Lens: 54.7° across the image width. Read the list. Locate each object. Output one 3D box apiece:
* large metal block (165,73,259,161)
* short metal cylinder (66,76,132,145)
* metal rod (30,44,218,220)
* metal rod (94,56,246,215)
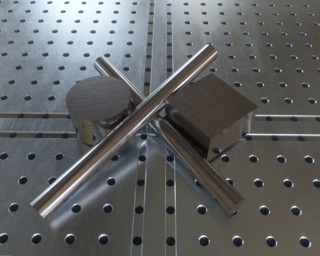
[{"bbox_3d":[0.063,-0.015,0.399,0.081,0.050,0.080,-31,57,-24],"label":"large metal block"},{"bbox_3d":[-0.077,-0.023,0.405,0.081,0.050,0.080,0,50,0],"label":"short metal cylinder"},{"bbox_3d":[-0.029,-0.009,0.383,0.025,0.025,0.301,35,66,25],"label":"metal rod"},{"bbox_3d":[-0.005,-0.008,0.409,0.025,0.025,0.300,-29,56,-22],"label":"metal rod"}]
